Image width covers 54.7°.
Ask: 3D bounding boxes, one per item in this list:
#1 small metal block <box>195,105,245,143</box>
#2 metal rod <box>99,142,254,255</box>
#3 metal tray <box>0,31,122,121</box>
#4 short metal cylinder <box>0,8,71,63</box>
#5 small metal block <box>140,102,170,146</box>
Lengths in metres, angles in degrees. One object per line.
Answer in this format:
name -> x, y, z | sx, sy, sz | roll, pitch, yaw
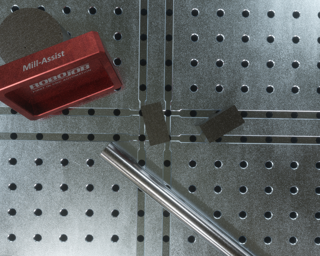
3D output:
small metal block -> 0.076, -0.005, 0.402 | 0.050, 0.050, 0.025 | -31, 90, 0
metal rod -> 0.045, 0.122, 0.414 | 0.300, 0.025, 0.025 | 39, 90, -1
metal tray -> -0.120, -0.059, 0.376 | 0.131, 0.090, 0.030 | -21, 70, 0
short metal cylinder -> -0.157, -0.106, 0.399 | 0.081, 0.050, 0.079 | 0, 90, -1
small metal block -> -0.006, -0.005, 0.401 | 0.025, 0.050, 0.050 | -14, 90, 0
